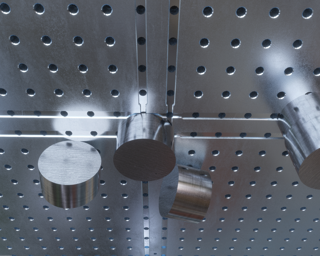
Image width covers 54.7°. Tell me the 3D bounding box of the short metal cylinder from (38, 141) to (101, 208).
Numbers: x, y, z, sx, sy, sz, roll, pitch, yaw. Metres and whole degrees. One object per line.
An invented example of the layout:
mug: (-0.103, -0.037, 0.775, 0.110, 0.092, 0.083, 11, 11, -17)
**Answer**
short metal cylinder: (-0.123, 0.063, 0.428, 0.081, 0.080, 0.050, 7, 130, -6)

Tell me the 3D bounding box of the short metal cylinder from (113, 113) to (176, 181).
short metal cylinder: (-0.020, 0.027, 0.418, 0.081, 0.050, 0.079, 0, 130, 0)

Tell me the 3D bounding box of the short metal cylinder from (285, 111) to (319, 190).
short metal cylinder: (0.191, 0.026, 0.353, 0.081, 0.050, 0.079, 0, 130, 0)

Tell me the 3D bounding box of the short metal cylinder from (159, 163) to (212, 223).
short metal cylinder: (0.036, 0.096, 0.457, 0.050, 0.080, 0.079, 16, 128, -13)

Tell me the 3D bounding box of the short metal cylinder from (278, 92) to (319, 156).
short metal cylinder: (0.200, 0.001, 0.398, 0.081, 0.050, 0.079, 0, 130, 0)
